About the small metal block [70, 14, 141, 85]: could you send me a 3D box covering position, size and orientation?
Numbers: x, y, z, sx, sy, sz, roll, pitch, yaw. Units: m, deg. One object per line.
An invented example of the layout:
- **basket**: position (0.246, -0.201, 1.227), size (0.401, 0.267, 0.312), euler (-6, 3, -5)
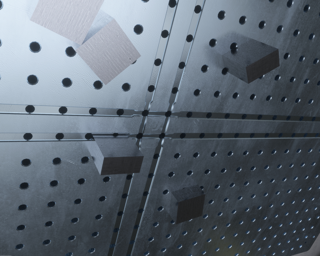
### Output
- **small metal block**: position (-0.057, -0.083, 0.330), size (0.050, 0.025, 0.050), euler (-40, 130, -1)

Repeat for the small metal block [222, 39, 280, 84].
- **small metal block**: position (0.119, -0.089, 0.407), size (0.050, 0.050, 0.025), euler (-30, 129, -10)

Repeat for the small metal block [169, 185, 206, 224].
- **small metal block**: position (0.045, 0.127, 0.517), size (0.050, 0.025, 0.050), euler (-11, 123, -23)

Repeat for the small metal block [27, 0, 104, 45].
- **small metal block**: position (-0.089, -0.115, 0.292), size (0.050, 0.025, 0.050), euler (21, 107, -37)

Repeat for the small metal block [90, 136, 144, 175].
- **small metal block**: position (-0.055, 0.033, 0.386), size (0.050, 0.050, 0.025), euler (1, 118, -29)
